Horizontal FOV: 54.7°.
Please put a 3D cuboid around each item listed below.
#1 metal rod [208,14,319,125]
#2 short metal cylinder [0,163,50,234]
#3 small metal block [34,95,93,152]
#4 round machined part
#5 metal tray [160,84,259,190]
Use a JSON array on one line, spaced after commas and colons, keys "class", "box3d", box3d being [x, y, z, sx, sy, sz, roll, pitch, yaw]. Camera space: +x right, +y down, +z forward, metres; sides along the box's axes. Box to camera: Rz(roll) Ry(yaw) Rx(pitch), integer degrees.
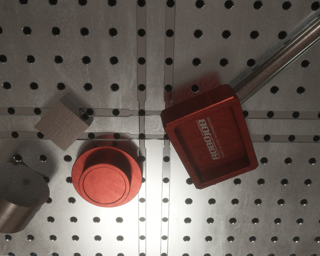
[{"class": "metal rod", "box3d": [0.171, -0.103, 0.377, 0.300, 0.025, 0.025, -40, 106, 13]}, {"class": "short metal cylinder", "box3d": [-0.198, 0.092, 0.415, 0.080, 0.080, 0.050, 35, 106, -13]}, {"class": "small metal block", "box3d": [-0.126, -0.006, 0.409, 0.050, 0.025, 0.050, -43, 105, 14]}, {"class": "round machined part", "box3d": [-0.074, 0.070, 0.429, 0.099, 0.042, 0.097, 0, 110, -1]}, {"class": "metal tray", "box3d": [0.067, 0.017, 0.396, 0.090, 0.030, 0.130, -23, 128, 8]}]
